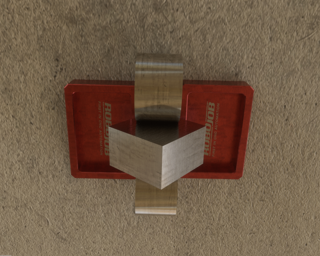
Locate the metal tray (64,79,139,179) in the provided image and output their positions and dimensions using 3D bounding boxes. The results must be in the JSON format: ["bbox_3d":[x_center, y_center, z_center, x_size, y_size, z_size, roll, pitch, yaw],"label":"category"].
[{"bbox_3d":[-0.073,0.003,0.409,0.091,0.030,0.129,1,110,-1],"label":"metal tray"}]

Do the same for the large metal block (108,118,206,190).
[{"bbox_3d":[-0.003,0.021,0.367,0.080,0.081,0.050,18,116,36],"label":"large metal block"}]

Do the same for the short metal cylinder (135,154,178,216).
[{"bbox_3d":[-0.005,0.075,0.409,0.050,0.080,0.079,2,110,-1],"label":"short metal cylinder"}]

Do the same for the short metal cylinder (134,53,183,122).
[{"bbox_3d":[-0.002,-0.047,0.364,0.050,0.080,0.079,2,110,-1],"label":"short metal cylinder"}]

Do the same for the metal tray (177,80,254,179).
[{"bbox_3d":[0.068,0.004,0.411,0.091,0.030,0.129,1,110,-1],"label":"metal tray"}]
